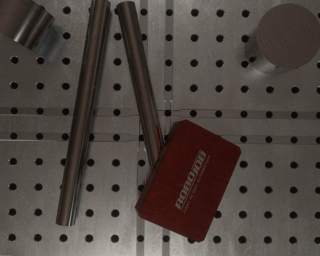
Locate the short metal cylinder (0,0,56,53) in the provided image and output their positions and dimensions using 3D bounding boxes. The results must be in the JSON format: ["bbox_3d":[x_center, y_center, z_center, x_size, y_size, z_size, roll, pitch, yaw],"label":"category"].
[{"bbox_3d":[-0.179,-0.136,0.383,0.080,0.080,0.050,30,90,-1],"label":"short metal cylinder"}]

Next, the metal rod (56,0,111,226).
[{"bbox_3d":[-0.102,-0.021,0.412,0.025,0.025,0.298,9,90,-1],"label":"metal rod"}]

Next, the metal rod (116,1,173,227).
[{"bbox_3d":[-0.015,-0.018,0.413,0.025,0.025,0.298,-12,90,0],"label":"metal rod"}]

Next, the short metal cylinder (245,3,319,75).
[{"bbox_3d":[0.158,-0.113,0.403,0.081,0.050,0.079,0,90,-1],"label":"short metal cylinder"}]

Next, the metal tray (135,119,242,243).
[{"bbox_3d":[0.037,0.065,0.393,0.090,0.030,0.130,27,81,-12],"label":"metal tray"}]
